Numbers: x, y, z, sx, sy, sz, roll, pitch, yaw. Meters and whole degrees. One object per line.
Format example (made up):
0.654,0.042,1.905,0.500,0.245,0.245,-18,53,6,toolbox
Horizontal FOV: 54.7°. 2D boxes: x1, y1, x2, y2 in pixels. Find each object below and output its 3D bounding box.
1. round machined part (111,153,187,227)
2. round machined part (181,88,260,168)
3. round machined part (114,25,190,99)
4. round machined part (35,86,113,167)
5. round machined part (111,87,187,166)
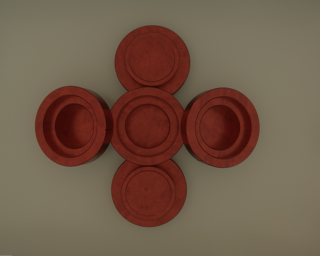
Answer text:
-0.014,0.080,0.401,0.099,0.042,0.097,0,90,0,round machined part
0.072,0.000,0.393,0.099,0.042,0.097,0,90,-17,round machined part
-0.010,-0.085,0.401,0.099,0.042,0.097,0,90,0,round machined part
-0.103,-0.002,0.392,0.098,0.042,0.097,0,90,17,round machined part
-0.016,-0.002,0.400,0.099,0.042,0.097,0,90,0,round machined part
